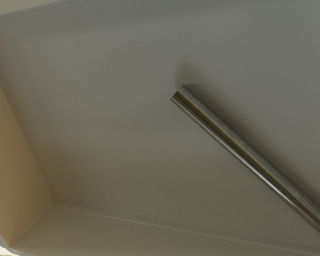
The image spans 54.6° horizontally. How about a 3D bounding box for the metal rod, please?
[{"bbox_3d":[0.132,0.057,0.374,0.300,0.025,0.025,42,129,-1],"label":"metal rod"}]
